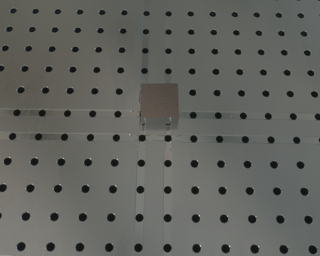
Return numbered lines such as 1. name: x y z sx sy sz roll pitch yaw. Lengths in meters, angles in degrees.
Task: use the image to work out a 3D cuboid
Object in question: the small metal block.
1. small metal block: -0.001 -0.033 0.424 0.050 0.025 0.050 0 70 -1
